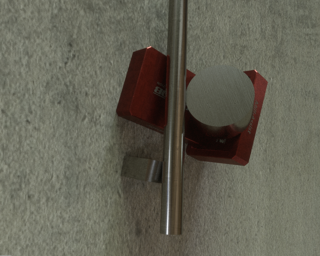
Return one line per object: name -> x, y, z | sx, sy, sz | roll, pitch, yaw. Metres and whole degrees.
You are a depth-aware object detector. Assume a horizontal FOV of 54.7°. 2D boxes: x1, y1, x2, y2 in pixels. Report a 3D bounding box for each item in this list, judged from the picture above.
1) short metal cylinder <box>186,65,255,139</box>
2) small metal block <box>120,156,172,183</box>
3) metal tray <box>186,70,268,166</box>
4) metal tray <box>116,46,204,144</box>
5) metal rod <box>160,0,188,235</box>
short metal cylinder -> 0.076, -0.031, 0.388 | 0.050, 0.080, 0.080 | 54, 51, -66
small metal block -> -0.012, 0.052, 0.381 | 0.050, 0.050, 0.025 | 16, 80, -39
metal tray -> 0.095, -0.015, 0.446 | 0.030, 0.090, 0.130 | 29, 72, -37
metal tray -> 0.013, -0.039, 0.415 | 0.131, 0.030, 0.090 | 23, 75, -38
metal rod -> 0.019, -0.030, 0.373 | 0.025, 0.025, 0.299 | 14, 72, -40
